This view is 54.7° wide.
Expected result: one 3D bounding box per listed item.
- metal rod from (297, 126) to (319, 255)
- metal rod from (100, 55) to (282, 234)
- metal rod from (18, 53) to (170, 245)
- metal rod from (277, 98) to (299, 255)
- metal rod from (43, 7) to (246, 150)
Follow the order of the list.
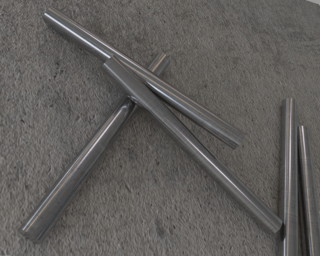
[{"bbox_3d":[0.214,0.122,0.443,0.025,0.025,0.300,24,53,-14],"label":"metal rod"},{"bbox_3d":[0.043,0.025,0.391,0.300,0.025,0.025,44,51,-5],"label":"metal rod"},{"bbox_3d":[-0.057,-0.002,0.373,0.025,0.025,0.301,35,51,-5],"label":"metal rod"},{"bbox_3d":[0.193,0.069,0.465,0.025,0.025,0.300,27,52,-11],"label":"metal rod"},{"bbox_3d":[-0.025,-0.068,0.399,0.301,0.025,0.025,34,51,7],"label":"metal rod"}]
